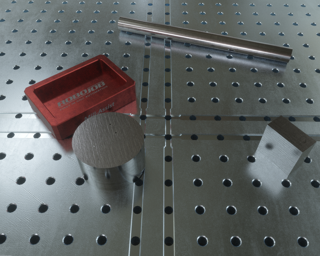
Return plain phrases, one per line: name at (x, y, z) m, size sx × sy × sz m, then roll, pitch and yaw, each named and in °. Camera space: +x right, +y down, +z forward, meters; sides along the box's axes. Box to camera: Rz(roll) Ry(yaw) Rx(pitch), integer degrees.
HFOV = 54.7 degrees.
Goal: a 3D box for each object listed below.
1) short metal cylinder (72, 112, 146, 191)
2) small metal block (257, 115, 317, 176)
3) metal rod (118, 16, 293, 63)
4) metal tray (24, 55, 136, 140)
short metal cylinder at (-0.058, 0.027, 0.368) m, size 0.081 × 0.050 × 0.080 m, roll 0°, pitch 50°, yaw 0°
small metal block at (0.151, 0.022, 0.375) m, size 0.025 × 0.050 × 0.050 m, roll -30°, pitch 56°, yaw -23°
metal rod at (0.071, -0.156, 0.539) m, size 0.301 × 0.025 × 0.025 m, roll 14°, pitch 51°, yaw 11°
metal tray at (-0.111, -0.049, 0.443) m, size 0.131 × 0.030 × 0.090 m, roll -32°, pitch 57°, yaw -25°
